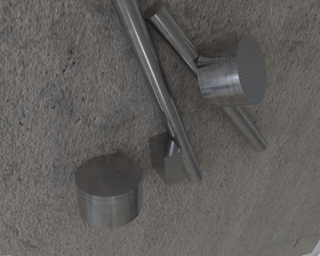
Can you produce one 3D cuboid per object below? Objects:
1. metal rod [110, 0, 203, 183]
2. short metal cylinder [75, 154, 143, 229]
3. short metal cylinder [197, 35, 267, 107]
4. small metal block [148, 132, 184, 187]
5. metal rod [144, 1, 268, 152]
[{"bbox_3d":[0.007,-0.031,0.391,0.025,0.025,0.299,-31,129,-9],"label":"metal rod"},{"bbox_3d":[-0.062,0.076,0.385,0.081,0.080,0.050,-11,123,-23],"label":"short metal cylinder"},{"bbox_3d":[0.088,-0.066,0.373,0.081,0.050,0.080,5,83,-49],"label":"short metal cylinder"},{"bbox_3d":[0.008,0.042,0.421,0.025,0.050,0.050,-18,126,-18],"label":"small metal block"},{"bbox_3d":[0.080,-0.048,0.421,0.025,0.025,0.300,-46,129,4],"label":"metal rod"}]
